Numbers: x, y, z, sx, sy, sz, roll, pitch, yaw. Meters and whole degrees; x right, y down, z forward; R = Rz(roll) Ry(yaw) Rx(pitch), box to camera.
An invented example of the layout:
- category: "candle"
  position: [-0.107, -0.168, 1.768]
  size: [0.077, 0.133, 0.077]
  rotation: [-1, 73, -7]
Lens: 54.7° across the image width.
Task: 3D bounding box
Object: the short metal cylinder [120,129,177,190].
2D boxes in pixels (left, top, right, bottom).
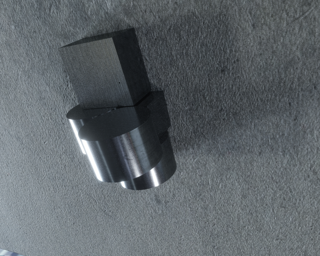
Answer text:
- category: "short metal cylinder"
  position: [-0.023, 0.037, 0.408]
  size: [0.080, 0.080, 0.050]
  rotation: [0, 118, 28]

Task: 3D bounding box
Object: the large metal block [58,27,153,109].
- category: "large metal block"
  position: [-0.065, -0.072, 0.383]
  size: [0.080, 0.050, 0.080]
  rotation: [-2, 118, 29]

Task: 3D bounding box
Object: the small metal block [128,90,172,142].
- category: "small metal block"
  position: [-0.011, -0.015, 0.391]
  size: [0.025, 0.050, 0.050]
  rotation: [1, 119, 28]

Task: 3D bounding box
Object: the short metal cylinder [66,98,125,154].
- category: "short metal cylinder"
  position: [-0.075, -0.007, 0.409]
  size: [0.080, 0.080, 0.050]
  rotation: [-2, 117, 29]

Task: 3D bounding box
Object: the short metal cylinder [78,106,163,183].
- category: "short metal cylinder"
  position: [-0.042, 0.015, 0.340]
  size: [0.080, 0.080, 0.050]
  rotation: [-2, 117, 29]
